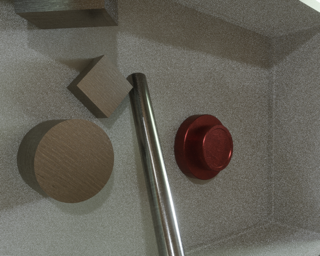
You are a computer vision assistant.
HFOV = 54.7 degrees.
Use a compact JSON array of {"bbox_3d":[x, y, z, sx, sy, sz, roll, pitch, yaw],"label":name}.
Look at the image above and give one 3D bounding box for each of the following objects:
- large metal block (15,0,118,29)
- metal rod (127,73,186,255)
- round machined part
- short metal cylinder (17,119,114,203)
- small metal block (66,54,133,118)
[{"bbox_3d":[-0.086,-0.142,0.292,0.050,0.080,0.079,-14,103,-84],"label":"large metal block"},{"bbox_3d":[0.000,0.071,0.324,0.025,0.025,0.299,10,57,-40],"label":"metal rod"},{"bbox_3d":[0.071,0.028,0.458,0.099,0.042,0.097,0,90,-40],"label":"round machined part"},{"bbox_3d":[-0.094,0.031,0.313,0.081,0.050,0.079,0,90,-40],"label":"short metal cylinder"},{"bbox_3d":[-0.067,-0.046,0.352,0.050,0.025,0.050,49,61,-29],"label":"small metal block"}]
